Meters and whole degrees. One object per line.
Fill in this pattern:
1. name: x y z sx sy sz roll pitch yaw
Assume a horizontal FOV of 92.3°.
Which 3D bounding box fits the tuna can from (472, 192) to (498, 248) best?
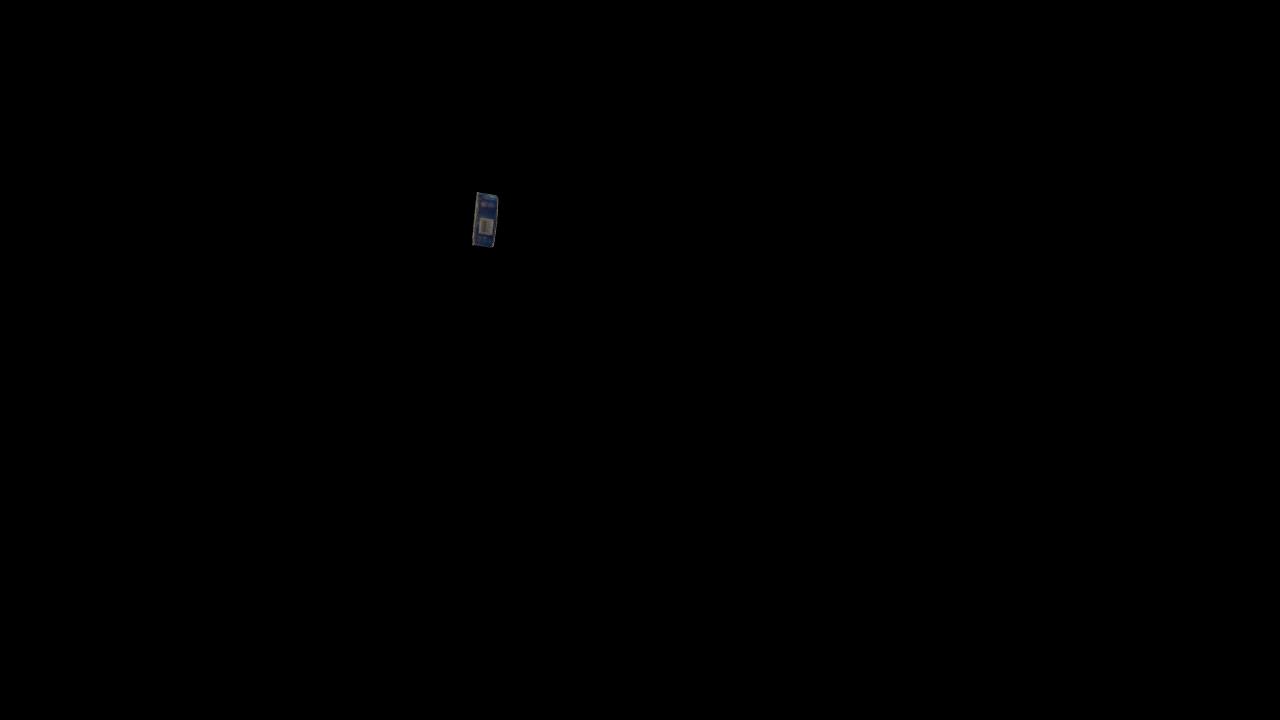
1. tuna can: -0.246 -0.222 0.976 0.034 0.084 0.084 5 -1 -17
